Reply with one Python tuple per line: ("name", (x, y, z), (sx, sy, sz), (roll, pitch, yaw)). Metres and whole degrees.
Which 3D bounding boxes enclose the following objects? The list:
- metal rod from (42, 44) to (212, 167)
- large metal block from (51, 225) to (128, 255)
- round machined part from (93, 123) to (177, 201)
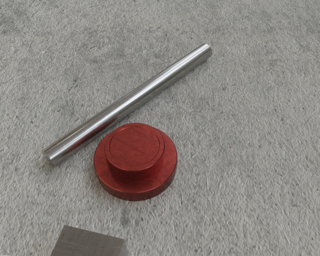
("metal rod", (-0.029, -0.045, 0.440), (0.025, 0.025, 0.302), (37, 59, 26))
("large metal block", (-0.062, 0.138, 0.251), (0.050, 0.080, 0.080), (11, 51, 8))
("round machined part", (-0.029, 0.032, 0.365), (0.099, 0.042, 0.098), (0, 50, 0))
